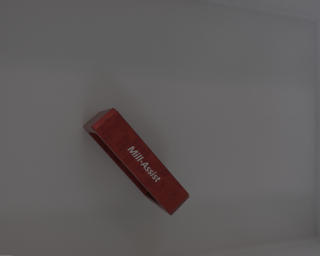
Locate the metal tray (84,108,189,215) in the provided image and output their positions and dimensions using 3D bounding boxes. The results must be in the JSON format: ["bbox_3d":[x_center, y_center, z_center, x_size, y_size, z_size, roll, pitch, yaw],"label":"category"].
[{"bbox_3d":[-0.031,0.037,0.364,0.030,0.090,0.130,-43,104,-15],"label":"metal tray"}]
